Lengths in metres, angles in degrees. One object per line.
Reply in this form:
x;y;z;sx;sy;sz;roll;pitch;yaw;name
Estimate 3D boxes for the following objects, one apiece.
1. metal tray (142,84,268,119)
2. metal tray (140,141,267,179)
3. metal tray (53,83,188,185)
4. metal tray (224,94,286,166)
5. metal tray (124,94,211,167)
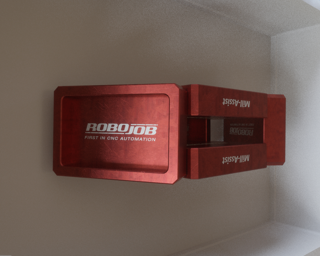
0.054;-0.027;0.367;0.131;0.090;0.030;0;90;-40;metal tray
0.053;0.034;0.367;0.131;0.090;0.030;0;90;-40;metal tray
-0.041;0.004;0.304;0.030;0.130;0.089;0;91;-72;metal tray
0.131;0.002;0.447;0.030;0.130;0.089;1;90;-10;metal tray
0.014;0.003;0.413;0.131;0.030;0.089;-1;91;-41;metal tray
